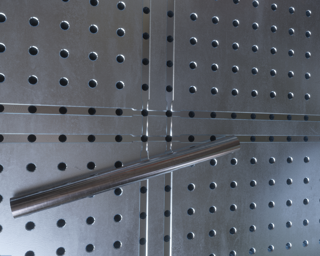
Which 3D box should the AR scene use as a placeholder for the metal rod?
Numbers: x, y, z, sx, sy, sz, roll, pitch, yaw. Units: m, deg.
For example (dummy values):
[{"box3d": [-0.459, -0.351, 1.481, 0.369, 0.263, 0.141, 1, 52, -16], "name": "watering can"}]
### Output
[{"box3d": [-0.029, 0.057, 0.401, 0.302, 0.025, 0.025, -14, 95, -20], "name": "metal rod"}]
